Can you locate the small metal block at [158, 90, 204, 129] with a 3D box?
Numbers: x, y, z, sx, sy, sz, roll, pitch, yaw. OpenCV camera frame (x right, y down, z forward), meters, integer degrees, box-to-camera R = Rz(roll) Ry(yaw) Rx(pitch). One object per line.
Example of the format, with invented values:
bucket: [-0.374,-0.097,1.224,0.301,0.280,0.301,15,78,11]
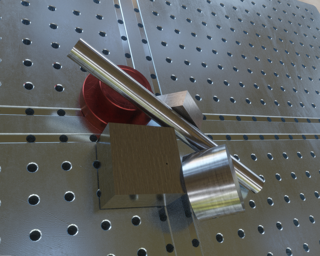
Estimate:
small metal block: [0.022,-0.019,0.405,0.050,0.050,0.025,51,45,-39]

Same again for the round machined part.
round machined part: [-0.049,-0.042,0.397,0.099,0.042,0.098,14,56,-21]

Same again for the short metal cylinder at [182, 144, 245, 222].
short metal cylinder: [0.063,0.064,0.361,0.080,0.050,0.080,-17,90,-76]

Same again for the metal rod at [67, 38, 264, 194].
metal rod: [0.022,-0.003,0.381,0.301,0.025,0.025,36,50,-21]

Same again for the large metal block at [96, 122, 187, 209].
large metal block: [-0.024,0.043,0.351,0.081,0.050,0.080,5,60,-26]
